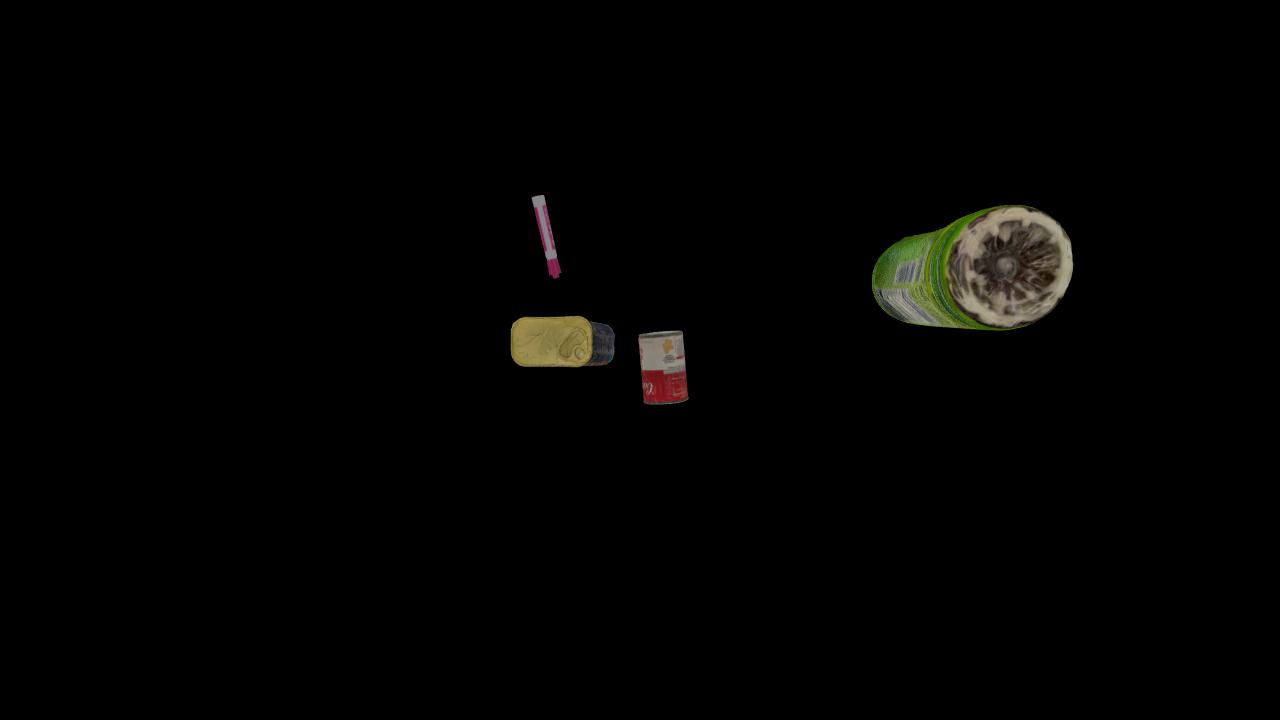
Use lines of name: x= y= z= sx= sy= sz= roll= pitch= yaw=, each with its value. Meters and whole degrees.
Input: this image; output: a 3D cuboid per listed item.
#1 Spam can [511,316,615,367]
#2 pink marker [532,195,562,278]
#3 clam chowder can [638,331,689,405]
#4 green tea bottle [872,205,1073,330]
Spam can: x=-0.089 y=-0.020 z=0.734 sx=0.101 sy=0.058 sz=0.085 roll=1 pitch=0 yaw=16
pink marker: x=-0.137 y=-0.181 z=0.908 sx=0.020 sy=0.121 sz=0.020 roll=-11 pitch=12 yaw=2
clam chowder can: x=0.035 y=0.010 z=0.906 sx=0.068 sy=0.102 sz=0.068 roll=-4 pitch=5 yaw=0
green tea bottle: x=0.208 y=-0.059 z=0.432 sx=0.073 sy=0.073 sz=0.212 roll=0 pitch=6 yaw=4
